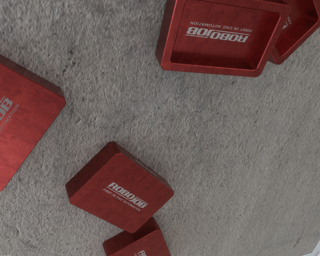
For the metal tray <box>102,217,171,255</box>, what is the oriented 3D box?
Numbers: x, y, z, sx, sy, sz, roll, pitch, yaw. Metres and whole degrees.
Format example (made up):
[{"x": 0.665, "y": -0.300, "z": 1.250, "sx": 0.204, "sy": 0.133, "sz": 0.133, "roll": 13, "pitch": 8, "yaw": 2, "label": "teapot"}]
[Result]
[{"x": -0.031, "y": 0.217, "z": 0.521, "sx": 0.091, "sy": 0.030, "sz": 0.129, "roll": -26, "pitch": 128, "yaw": -13, "label": "metal tray"}]

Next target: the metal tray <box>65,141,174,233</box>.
[{"x": -0.051, "y": 0.087, "z": 0.429, "sx": 0.090, "sy": 0.030, "sz": 0.130, "roll": -45, "pitch": 129, "yaw": 3, "label": "metal tray"}]

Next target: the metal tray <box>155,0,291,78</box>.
[{"x": 0.068, "y": -0.107, "z": 0.349, "sx": 0.131, "sy": 0.030, "sz": 0.089, "roll": 1, "pitch": 130, "yaw": -18, "label": "metal tray"}]

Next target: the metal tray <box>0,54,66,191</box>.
[{"x": -0.169, "y": -0.003, "z": 0.309, "sx": 0.090, "sy": 0.030, "sz": 0.130, "roll": 32, "pitch": 101, "yaw": -38, "label": "metal tray"}]

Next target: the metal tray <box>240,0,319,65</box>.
[{"x": 0.149, "y": -0.155, "z": 0.389, "sx": 0.090, "sy": 0.030, "sz": 0.130, "roll": -45, "pitch": 129, "yaw": 3, "label": "metal tray"}]
